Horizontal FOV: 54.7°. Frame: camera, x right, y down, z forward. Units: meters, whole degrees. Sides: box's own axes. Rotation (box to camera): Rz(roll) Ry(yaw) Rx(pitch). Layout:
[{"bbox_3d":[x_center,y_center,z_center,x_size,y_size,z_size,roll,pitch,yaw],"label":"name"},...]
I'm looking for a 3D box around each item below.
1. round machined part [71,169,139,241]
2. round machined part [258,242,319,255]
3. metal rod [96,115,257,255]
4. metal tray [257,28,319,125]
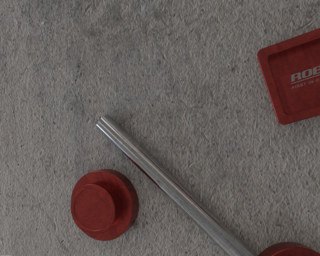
[{"bbox_3d":[-0.083,0.108,0.429,0.098,0.042,0.097,0,90,20],"label":"round machined part"},{"bbox_3d":[0.147,0.177,0.330,0.099,0.042,0.097,0,86,-4],"label":"round machined part"},{"bbox_3d":[0.027,0.088,0.399,0.300,0.025,0.025,42,103,15],"label":"metal rod"},{"bbox_3d":[0.184,-0.063,0.341,0.130,0.030,0.090,-17,84,19],"label":"metal tray"}]
